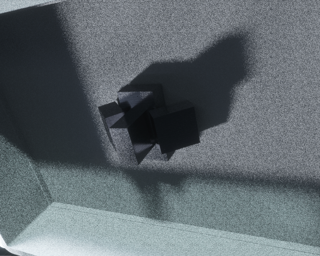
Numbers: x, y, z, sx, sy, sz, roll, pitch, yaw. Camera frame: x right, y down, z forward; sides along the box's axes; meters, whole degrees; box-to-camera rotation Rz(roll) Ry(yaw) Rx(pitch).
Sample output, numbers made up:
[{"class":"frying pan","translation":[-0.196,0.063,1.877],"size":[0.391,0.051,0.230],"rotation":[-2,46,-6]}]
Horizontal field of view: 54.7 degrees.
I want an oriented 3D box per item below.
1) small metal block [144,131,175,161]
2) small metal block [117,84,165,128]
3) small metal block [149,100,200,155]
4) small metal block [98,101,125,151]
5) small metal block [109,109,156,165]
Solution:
[{"class":"small metal block","translation":[-0.011,0.016,0.421],"size":[0.050,0.025,0.050],"rotation":[3,120,27]},{"class":"small metal block","translation":[-0.022,-0.028,0.399],"size":[0.050,0.025,0.050],"rotation":[2,120,26]},{"class":"small metal block","translation":[0.018,-0.001,0.381],"size":[0.050,0.025,0.050],"rotation":[-17,117,-8]},{"class":"small metal block","translation":[-0.060,-0.003,0.419],"size":[0.050,0.025,0.050],"rotation":[-137,29,-60]},{"class":"small metal block","translation":[-0.032,0.010,0.380],"size":[0.025,0.050,0.050],"rotation":[0,119,27]}]
